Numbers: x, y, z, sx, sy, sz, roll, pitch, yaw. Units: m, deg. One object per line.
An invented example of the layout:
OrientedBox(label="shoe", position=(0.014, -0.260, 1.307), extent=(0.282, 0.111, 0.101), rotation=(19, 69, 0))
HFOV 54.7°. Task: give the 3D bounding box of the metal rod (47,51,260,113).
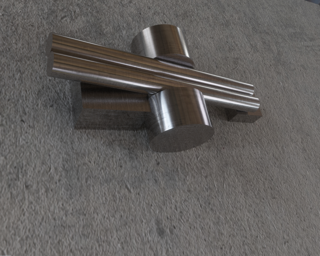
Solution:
OrientedBox(label="metal rod", position=(0.017, -0.049, 0.387), extent=(0.302, 0.025, 0.025), rotation=(6, 59, -34))

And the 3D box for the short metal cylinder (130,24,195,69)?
OrientedBox(label="short metal cylinder", position=(0.003, -0.096, 0.430), extent=(0.081, 0.080, 0.050), rotation=(1, 61, -28))

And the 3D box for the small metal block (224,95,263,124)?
OrientedBox(label="small metal block", position=(0.130, -0.036, 0.497), extent=(0.050, 0.025, 0.050), rotation=(3, 61, -27))

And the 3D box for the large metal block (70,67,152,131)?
OrientedBox(label="large metal block", position=(-0.064, -0.043, 0.382), extent=(0.081, 0.050, 0.080), rotation=(2, 61, -27))

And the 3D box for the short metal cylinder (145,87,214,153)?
OrientedBox(label="short metal cylinder", position=(0.022, -0.008, 0.386), extent=(0.081, 0.080, 0.050), rotation=(1, 61, -28))

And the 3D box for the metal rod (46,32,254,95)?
OrientedBox(label="metal rod", position=(0.012, -0.071, 0.398), extent=(0.302, 0.025, 0.025), rotation=(6, 59, -34))
